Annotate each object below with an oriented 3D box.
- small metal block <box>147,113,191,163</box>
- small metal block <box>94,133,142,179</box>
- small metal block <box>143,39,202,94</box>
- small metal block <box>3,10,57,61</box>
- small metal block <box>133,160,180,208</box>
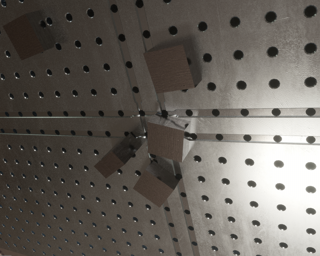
[{"bbox_3d":[0.012,0.013,0.412,0.050,0.025,0.050,14,124,20],"label":"small metal block"},{"bbox_3d":[-0.061,0.040,0.450,0.025,0.050,0.050,48,129,-5],"label":"small metal block"},{"bbox_3d":[0.015,-0.071,0.359,0.050,0.025,0.050,-5,116,30],"label":"small metal block"},{"bbox_3d":[-0.178,-0.126,0.425,0.050,0.025,0.050,-10,114,32],"label":"small metal block"},{"bbox_3d":[-0.006,0.084,0.465,0.050,0.025,0.050,35,129,4],"label":"small metal block"}]
